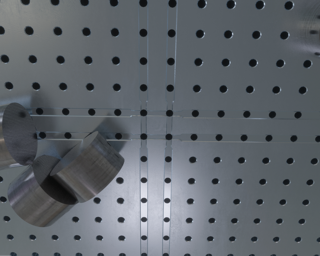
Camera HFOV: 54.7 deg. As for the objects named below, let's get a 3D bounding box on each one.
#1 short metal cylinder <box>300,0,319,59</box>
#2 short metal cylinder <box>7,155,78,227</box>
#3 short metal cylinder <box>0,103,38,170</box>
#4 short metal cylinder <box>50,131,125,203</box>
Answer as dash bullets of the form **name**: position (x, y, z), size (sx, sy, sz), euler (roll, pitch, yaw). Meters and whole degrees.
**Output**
- **short metal cylinder**: position (0.213, -0.116, 0.359), size (0.081, 0.050, 0.079), euler (0, 110, 0)
- **short metal cylinder**: position (-0.151, 0.083, 0.413), size (0.050, 0.080, 0.080), euler (-41, 105, 14)
- **short metal cylinder**: position (-0.197, 0.012, 0.387), size (0.050, 0.080, 0.079), euler (-11, 110, 4)
- **short metal cylinder**: position (-0.093, 0.049, 0.401), size (0.080, 0.080, 0.050), euler (-37, 106, 12)
